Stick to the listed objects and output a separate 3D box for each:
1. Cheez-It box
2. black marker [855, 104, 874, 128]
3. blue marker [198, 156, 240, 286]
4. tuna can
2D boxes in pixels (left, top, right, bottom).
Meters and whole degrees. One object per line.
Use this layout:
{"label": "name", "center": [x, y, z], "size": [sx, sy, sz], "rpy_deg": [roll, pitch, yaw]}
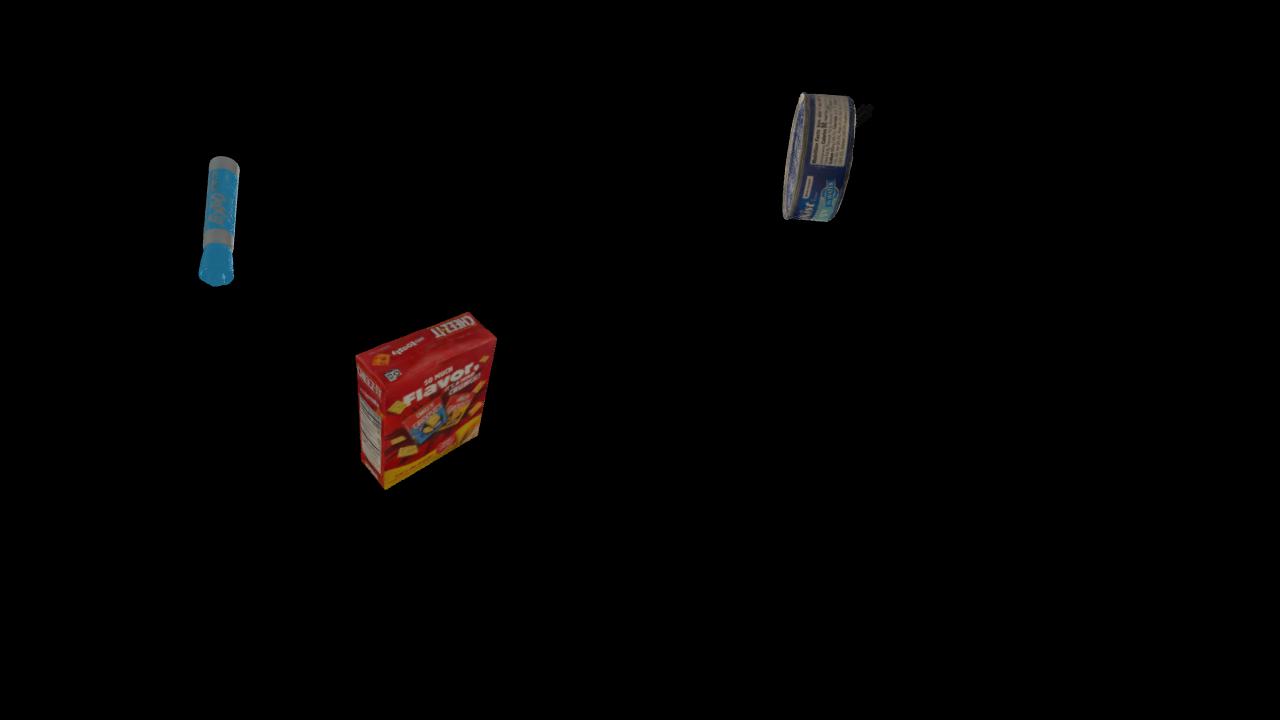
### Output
{"label": "Cheez-It box", "center": [-0.294, 0.056, 0.842], "size": [0.071, 0.223, 0.166], "rpy_deg": [41, 46, 19]}
{"label": "black marker", "center": [0.241, -0.275, 0.775], "size": [0.020, 0.020, 0.121], "rpy_deg": [0, -28, -44]}
{"label": "blue marker", "center": [-0.286, -0.096, 0.420], "size": [0.020, 0.121, 0.020], "rpy_deg": [-16, -34, -11]}
{"label": "tuna can", "center": [0.122, -0.138, 0.424], "size": [0.034, 0.084, 0.084], "rpy_deg": [6, 1, 5]}
